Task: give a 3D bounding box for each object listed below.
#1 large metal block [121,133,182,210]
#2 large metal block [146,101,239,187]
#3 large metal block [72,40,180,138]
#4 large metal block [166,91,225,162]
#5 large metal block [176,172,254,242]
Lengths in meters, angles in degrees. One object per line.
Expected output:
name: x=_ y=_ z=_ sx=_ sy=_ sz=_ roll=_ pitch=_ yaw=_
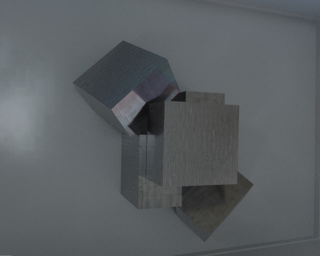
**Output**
large metal block: x=-0.013 y=0.047 z=0.375 sx=0.050 sy=0.080 sz=0.080 roll=1 pitch=90 yaw=-20
large metal block: x=0.033 y=0.015 z=0.322 sx=0.081 sy=0.050 sz=0.080 roll=2 pitch=90 yaw=-20
large metal block: x=-0.038 y=-0.047 z=0.358 sx=0.080 sy=0.080 sz=0.050 roll=-45 pitch=139 yaw=-15
large metal block: x=0.038 y=-0.001 z=0.392 sx=0.050 sy=0.080 sz=0.080 roll=1 pitch=90 yaw=-20
large metal block: x=0.067 y=0.094 z=0.396 sx=0.080 sy=0.080 sz=0.050 roll=-43 pitch=69 yaw=-15
